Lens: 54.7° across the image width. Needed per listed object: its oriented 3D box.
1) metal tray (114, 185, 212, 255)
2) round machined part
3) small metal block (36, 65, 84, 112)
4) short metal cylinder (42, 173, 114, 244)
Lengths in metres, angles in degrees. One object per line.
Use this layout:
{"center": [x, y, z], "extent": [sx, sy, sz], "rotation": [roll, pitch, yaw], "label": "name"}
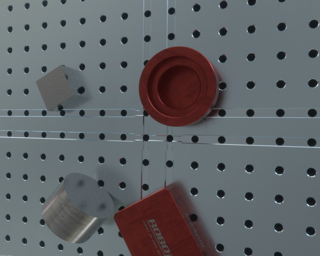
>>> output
{"center": [0.007, 0.152, 0.407], "extent": [0.090, 0.030, 0.130], "rotation": [-31, 80, 17], "label": "metal tray"}
{"center": [0.027, -0.050, 0.394], "extent": [0.098, 0.042, 0.097], "rotation": [0, 90, 20], "label": "round machined part"}
{"center": [-0.151, -0.058, 0.466], "extent": [0.050, 0.025, 0.050], "rotation": [-28, 81, 18], "label": "small metal block"}
{"center": [-0.110, 0.108, 0.422], "extent": [0.080, 0.080, 0.050], "rotation": [45, 104, 14], "label": "short metal cylinder"}
